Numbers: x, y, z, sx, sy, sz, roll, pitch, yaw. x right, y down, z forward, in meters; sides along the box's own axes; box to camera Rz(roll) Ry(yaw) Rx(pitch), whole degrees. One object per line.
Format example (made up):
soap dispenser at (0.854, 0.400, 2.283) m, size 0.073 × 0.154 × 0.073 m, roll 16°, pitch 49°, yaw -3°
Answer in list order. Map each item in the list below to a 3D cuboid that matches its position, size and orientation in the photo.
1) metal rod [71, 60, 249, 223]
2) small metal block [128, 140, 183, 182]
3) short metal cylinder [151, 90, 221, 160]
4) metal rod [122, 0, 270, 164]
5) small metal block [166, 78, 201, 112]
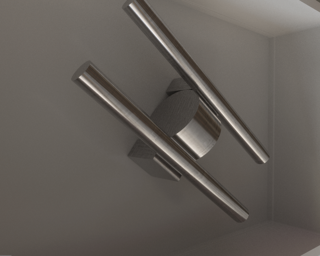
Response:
metal rod at (0.021, 0.035, 0.361) m, size 0.300 × 0.025 × 0.025 m, roll 43°, pitch 64°, yaw -31°
small metal block at (-0.003, 0.041, 0.387) m, size 0.050 × 0.050 × 0.025 m, roll 44°, pitch 63°, yaw -32°
short metal cylinder at (0.030, -0.003, 0.396) m, size 0.050 × 0.080 × 0.080 m, roll 44°, pitch 63°, yaw -32°
metal rod at (0.063, -0.043, 0.395) m, size 0.300 × 0.025 × 0.025 m, roll 43°, pitch 64°, yaw -32°
small metal block at (0.045, -0.045, 0.428) m, size 0.050 × 0.050 × 0.025 m, roll 44°, pitch 63°, yaw -32°
